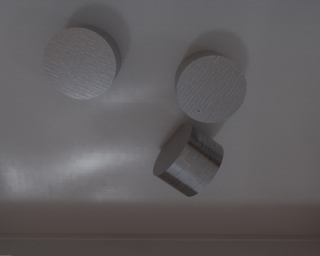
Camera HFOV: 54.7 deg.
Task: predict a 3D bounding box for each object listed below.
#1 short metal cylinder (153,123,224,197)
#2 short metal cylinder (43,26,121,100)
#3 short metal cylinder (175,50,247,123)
[{"bbox_3d":[0.035,0.040,0.397,0.050,0.080,0.080,36,106,-12],"label":"short metal cylinder"},{"bbox_3d":[-0.089,-0.079,0.368,0.081,0.050,0.079,0,110,-1],"label":"short metal cylinder"},{"bbox_3d":[0.059,-0.052,0.380,0.081,0.050,0.079,0,110,-1],"label":"short metal cylinder"}]
